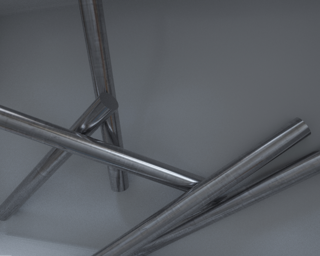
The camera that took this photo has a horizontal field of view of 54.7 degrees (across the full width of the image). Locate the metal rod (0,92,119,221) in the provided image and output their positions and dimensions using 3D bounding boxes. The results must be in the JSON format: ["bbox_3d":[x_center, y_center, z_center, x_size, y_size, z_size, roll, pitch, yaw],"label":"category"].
[{"bbox_3d":[-0.154,0.054,0.422,0.299,0.025,0.025,-41,77,31],"label":"metal rod"}]

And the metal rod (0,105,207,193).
[{"bbox_3d":[-0.071,0.027,0.360,0.302,0.025,0.025,21,98,-11],"label":"metal rod"}]

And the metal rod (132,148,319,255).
[{"bbox_3d":[0.086,0.093,0.379,0.300,0.025,0.025,-31,80,17],"label":"metal rod"}]

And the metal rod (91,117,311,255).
[{"bbox_3d":[0.040,0.083,0.359,0.301,0.025,0.025,-34,79,2],"label":"metal rod"}]

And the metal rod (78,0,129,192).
[{"bbox_3d":[-0.067,-0.053,0.369,0.025,0.025,0.298,4,116,19],"label":"metal rod"}]
